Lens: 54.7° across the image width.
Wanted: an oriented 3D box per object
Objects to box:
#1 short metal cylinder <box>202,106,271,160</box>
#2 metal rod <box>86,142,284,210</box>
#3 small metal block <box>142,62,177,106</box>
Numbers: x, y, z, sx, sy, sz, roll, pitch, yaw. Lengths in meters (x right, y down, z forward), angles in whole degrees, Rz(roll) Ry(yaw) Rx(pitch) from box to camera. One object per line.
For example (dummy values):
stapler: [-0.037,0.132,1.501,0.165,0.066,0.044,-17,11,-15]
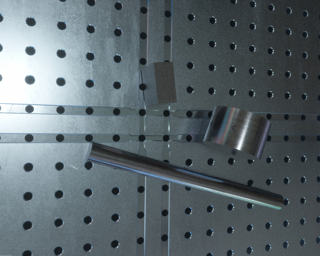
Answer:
short metal cylinder: [0.104,0.008,0.424,0.080,0.080,0.050,22,83,-19]
metal rod: [0.048,0.072,0.431,0.302,0.025,0.025,18,84,-20]
small metal block: [-0.002,-0.056,0.400,0.025,0.050,0.050,-7,93,-20]
